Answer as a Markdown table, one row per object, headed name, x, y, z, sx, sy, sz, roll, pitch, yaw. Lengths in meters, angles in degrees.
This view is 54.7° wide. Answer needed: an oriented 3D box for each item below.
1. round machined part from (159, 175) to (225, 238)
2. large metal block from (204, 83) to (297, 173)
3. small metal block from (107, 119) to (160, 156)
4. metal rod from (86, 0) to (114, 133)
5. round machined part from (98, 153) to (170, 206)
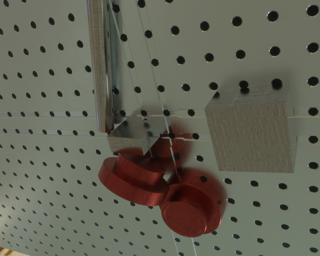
| name | x | y | z | sx | sy | sz | roll | pitch | yaw |
| --- | --- | --- | --- | --- | --- | --- | --- | --- | --- |
| round machined part | 0.041 | 0.120 | 0.453 | 0.098 | 0.042 | 0.097 | 13 | 124 | 21 |
| large metal block | 0.103 | 0.001 | 0.342 | 0.080 | 0.050 | 0.080 | -3 | 117 | 29 |
| small metal block | -0.035 | 0.011 | 0.420 | 0.050 | 0.050 | 0.025 | 3 | 120 | 26 |
| metal rod | -0.073 | -0.125 | 0.372 | 0.025 | 0.025 | 0.298 | 16 | 125 | 19 |
| round machined part | -0.031 | 0.063 | 0.427 | 0.098 | 0.098 | 0.042 | 26 | 99 | 11 |
